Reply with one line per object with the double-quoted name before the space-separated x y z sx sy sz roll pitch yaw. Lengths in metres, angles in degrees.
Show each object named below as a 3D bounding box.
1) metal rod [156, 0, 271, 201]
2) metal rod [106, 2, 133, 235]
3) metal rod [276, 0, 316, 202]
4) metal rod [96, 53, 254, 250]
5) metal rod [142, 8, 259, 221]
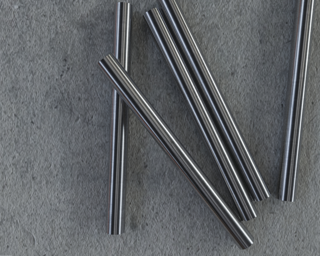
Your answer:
"metal rod" 0.070 -0.043 0.410 0.025 0.025 0.299 -26 90 0
"metal rod" -0.053 -0.012 0.409 0.025 0.025 0.298 2 90 0
"metal rod" 0.182 -0.054 0.411 0.025 0.025 0.298 6 90 0
"metal rod" 0.023 0.034 0.395 0.025 0.025 0.300 -38 96 0
"metal rod" 0.053 -0.017 0.410 0.025 0.025 0.299 -26 90 0
